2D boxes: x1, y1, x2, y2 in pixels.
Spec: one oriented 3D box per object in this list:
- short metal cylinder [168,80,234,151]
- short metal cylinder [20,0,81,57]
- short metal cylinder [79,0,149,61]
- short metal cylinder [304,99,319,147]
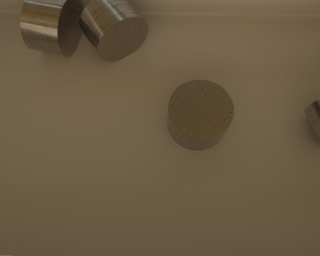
[{"bbox_3d":[0.050,-0.016,0.402,0.081,0.050,0.080,0,70,0],"label":"short metal cylinder"},{"bbox_3d":[-0.149,-0.144,0.432,0.050,0.080,0.080,12,71,4],"label":"short metal cylinder"},{"bbox_3d":[-0.063,-0.140,0.431,0.080,0.080,0.050,-31,73,-11],"label":"short metal cylinder"},{"bbox_3d":[0.231,-0.013,0.387,0.081,0.080,0.050,-14,71,-5],"label":"short metal cylinder"}]
